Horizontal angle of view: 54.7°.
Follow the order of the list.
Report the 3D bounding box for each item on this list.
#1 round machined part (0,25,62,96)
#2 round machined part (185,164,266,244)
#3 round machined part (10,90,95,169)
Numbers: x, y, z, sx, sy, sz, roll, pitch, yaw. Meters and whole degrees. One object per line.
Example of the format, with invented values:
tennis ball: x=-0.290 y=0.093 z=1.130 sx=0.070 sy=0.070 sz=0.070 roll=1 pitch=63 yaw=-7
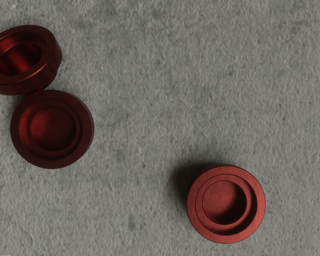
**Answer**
round machined part: x=-0.169 y=-0.079 z=0.385 sx=0.099 sy=0.042 sz=0.098 roll=-4 pitch=58 yaw=6
round machined part: x=0.082 y=0.094 z=0.403 sx=0.099 sy=0.042 sz=0.097 roll=0 pitch=90 yaw=-1
round machined part: x=-0.133 y=0.001 z=0.397 sx=0.099 sy=0.042 sz=0.097 roll=0 pitch=94 yaw=-2
